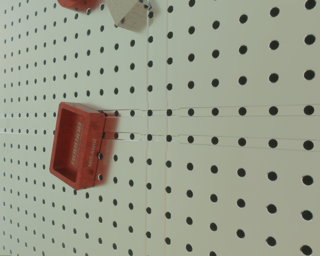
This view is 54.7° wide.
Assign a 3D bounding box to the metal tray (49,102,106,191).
[{"bbox_3d":[-0.142,0.028,0.523,0.090,0.030,0.129,20,102,38],"label":"metal tray"}]

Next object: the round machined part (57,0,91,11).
[{"bbox_3d":[-0.152,-0.253,0.524,0.098,0.042,0.097,0,90,40],"label":"round machined part"}]

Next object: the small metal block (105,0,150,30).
[{"bbox_3d":[-0.048,-0.181,0.449,0.050,0.025,0.050,-36,68,34],"label":"small metal block"}]
